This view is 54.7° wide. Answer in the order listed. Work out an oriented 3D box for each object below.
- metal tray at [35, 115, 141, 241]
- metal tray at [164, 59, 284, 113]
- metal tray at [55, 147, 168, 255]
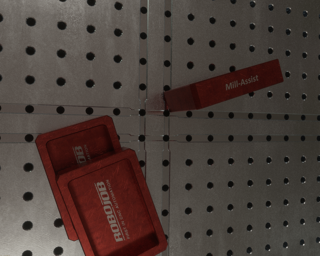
[{"bbox_3d":[-0.087,0.058,0.378,0.091,0.030,0.129,-19,97,-20],"label":"metal tray"},{"bbox_3d":[0.082,-0.055,0.409,0.131,0.090,0.030,-19,97,-19],"label":"metal tray"},{"bbox_3d":[-0.054,0.097,0.358,0.091,0.030,0.129,-21,97,-19],"label":"metal tray"}]
